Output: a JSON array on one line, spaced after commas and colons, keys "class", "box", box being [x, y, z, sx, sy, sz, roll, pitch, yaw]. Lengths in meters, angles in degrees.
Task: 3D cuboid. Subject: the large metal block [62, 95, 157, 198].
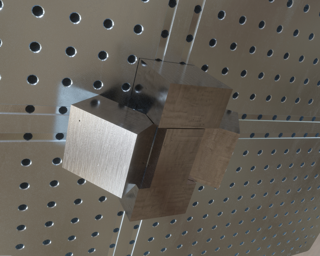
[{"class": "large metal block", "box": [-0.057, 0.018, 0.349, 0.050, 0.080, 0.079, -36, 146, -60]}]

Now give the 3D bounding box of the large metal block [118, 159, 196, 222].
[{"class": "large metal block", "box": [-0.012, 0.073, 0.414, 0.081, 0.080, 0.050, 1, 118, -29]}]

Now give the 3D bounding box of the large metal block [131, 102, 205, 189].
[{"class": "large metal block", "box": [0.003, 0.017, 0.388, 0.050, 0.080, 0.079, 1, 118, -29]}]

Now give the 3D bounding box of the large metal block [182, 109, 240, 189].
[{"class": "large metal block", "box": [0.068, 0.021, 0.416, 0.050, 0.080, 0.079, 17, 114, 5]}]

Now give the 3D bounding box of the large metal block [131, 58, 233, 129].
[{"class": "large metal block", "box": [0.022, -0.041, 0.363, 0.081, 0.080, 0.050, 1, 118, -29]}]
